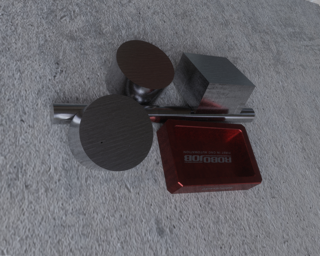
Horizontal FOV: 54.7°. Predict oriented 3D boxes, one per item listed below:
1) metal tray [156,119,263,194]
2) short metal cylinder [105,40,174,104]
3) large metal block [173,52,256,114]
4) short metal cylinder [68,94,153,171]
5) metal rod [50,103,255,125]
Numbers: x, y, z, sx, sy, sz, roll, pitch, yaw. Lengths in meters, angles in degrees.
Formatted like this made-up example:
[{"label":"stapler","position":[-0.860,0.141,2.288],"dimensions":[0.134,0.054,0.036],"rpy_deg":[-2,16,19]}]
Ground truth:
[{"label":"metal tray","position":[0.066,0.037,0.414],"dimensions":[0.131,0.030,0.090],"rpy_deg":[3,60,-27]},{"label":"short metal cylinder","position":[-0.028,-0.071,0.417],"dimensions":[0.081,0.050,0.080],"rpy_deg":[14,56,-21]},{"label":"large metal block","position":[0.076,-0.065,0.454],"dimensions":[0.081,0.050,0.080],"rpy_deg":[-1,41,-29]},{"label":"short metal cylinder","position":[-0.055,0.007,0.339],"dimensions":[0.081,0.050,0.080],"rpy_deg":[5,80,-28]},{"label":"metal rod","position":[0.010,-0.018,0.423],"dimensions":[0.303,0.025,0.025],"rpy_deg":[-1,62,-29]}]
